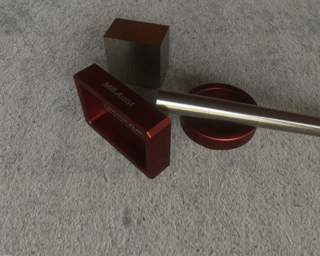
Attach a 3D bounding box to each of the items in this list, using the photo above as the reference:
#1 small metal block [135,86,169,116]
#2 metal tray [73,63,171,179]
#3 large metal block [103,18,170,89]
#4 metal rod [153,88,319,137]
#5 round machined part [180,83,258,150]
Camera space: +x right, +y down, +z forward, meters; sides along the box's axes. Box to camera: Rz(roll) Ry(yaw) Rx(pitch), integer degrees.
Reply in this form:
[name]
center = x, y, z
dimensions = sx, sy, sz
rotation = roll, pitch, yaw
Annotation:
[small metal block]
center = -0.023, -0.024, 0.423
dimensions = 0.050, 0.025, 0.050
rotation = 35, 58, 25
[metal tray]
center = -0.044, -0.008, 0.367
dimensions = 0.130, 0.090, 0.030
rotation = 37, 60, 27
[large metal block]
center = -0.032, -0.108, 0.458
dimensions = 0.080, 0.080, 0.050
rotation = 12, 51, 9
[metal rod]
center = 0.141, -0.009, 0.365
dimensions = 0.302, 0.025, 0.025
rotation = 8, 49, -12
[round machined part]
center = 0.075, -0.010, 0.402
dimensions = 0.099, 0.042, 0.098
rotation = 0, 50, 0
